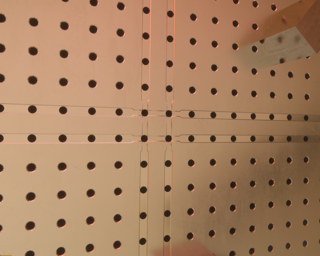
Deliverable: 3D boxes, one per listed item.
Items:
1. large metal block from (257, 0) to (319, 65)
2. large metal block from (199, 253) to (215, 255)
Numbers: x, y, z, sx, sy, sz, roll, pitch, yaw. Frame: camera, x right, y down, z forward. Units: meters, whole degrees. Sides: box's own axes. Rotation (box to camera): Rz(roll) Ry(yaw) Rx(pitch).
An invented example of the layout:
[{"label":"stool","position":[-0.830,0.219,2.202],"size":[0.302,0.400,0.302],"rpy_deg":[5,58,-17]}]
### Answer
[{"label":"large metal block","position":[0.206,-0.146,0.459],"size":[0.050,0.080,0.080],"rpy_deg":[44,76,-15]},{"label":"large metal block","position":[0.049,0.225,0.417],"size":[0.081,0.050,0.080],"rpy_deg":[-4,91,-20]}]
